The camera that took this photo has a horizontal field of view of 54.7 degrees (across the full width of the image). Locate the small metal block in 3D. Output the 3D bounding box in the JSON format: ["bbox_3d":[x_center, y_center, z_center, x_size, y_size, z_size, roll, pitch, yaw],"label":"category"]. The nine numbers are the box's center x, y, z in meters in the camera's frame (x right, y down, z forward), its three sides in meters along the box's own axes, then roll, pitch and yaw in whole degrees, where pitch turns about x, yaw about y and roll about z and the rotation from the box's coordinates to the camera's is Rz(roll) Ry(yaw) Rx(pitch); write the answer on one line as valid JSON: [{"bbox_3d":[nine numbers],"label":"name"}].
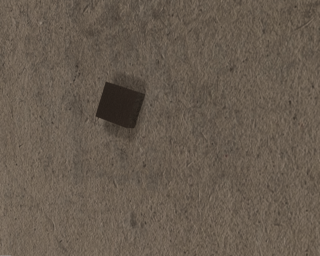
[{"bbox_3d":[-0.055,-0.031,0.427,0.050,0.025,0.050,20,97,18],"label":"small metal block"}]
